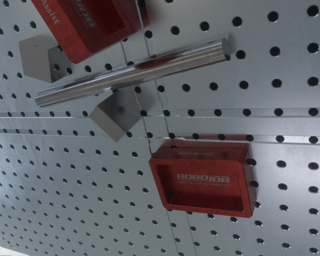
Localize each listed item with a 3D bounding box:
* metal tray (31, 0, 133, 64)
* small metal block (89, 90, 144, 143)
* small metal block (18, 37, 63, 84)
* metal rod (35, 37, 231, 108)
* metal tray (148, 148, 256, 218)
[{"bbox_3d":[-0.092,-0.143,0.329,0.030,0.090,0.130,-20,108,36],"label":"metal tray"},{"bbox_3d":[-0.057,-0.016,0.415,0.050,0.050,0.025,44,129,-2],"label":"small metal block"},{"bbox_3d":[-0.168,-0.096,0.441,0.050,0.025,0.050,18,126,18],"label":"small metal block"},{"bbox_3d":[-0.057,-0.063,0.402,0.300,0.025,0.025,-9,114,32],"label":"metal rod"},{"bbox_3d":[0.057,0.072,0.422,0.130,0.030,0.089,-2,118,29],"label":"metal tray"}]
